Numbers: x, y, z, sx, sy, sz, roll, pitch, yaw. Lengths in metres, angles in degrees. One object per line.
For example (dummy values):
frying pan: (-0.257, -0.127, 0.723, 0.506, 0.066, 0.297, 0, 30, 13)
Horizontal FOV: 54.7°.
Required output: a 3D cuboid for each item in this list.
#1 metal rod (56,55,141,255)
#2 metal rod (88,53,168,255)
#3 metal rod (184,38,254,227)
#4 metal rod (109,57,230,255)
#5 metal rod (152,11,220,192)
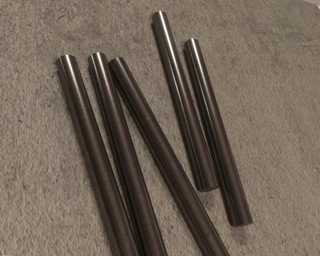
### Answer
metal rod: (-0.066, 0.046, 0.341, 0.025, 0.025, 0.299, -9, 66, -32)
metal rod: (-0.038, 0.038, 0.361, 0.025, 0.025, 0.299, -6, 65, -31)
metal rod: (0.079, -0.010, 0.454, 0.025, 0.025, 0.299, 3, 60, -27)
metal rod: (0.007, 0.037, 0.386, 0.025, 0.025, 0.299, -17, 71, -35)
metal rod: (0.031, -0.054, 0.455, 0.025, 0.025, 0.299, 1, 61, -28)
